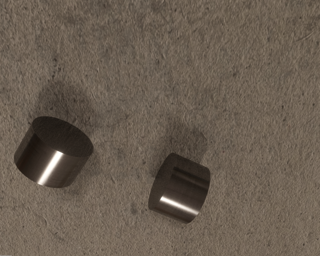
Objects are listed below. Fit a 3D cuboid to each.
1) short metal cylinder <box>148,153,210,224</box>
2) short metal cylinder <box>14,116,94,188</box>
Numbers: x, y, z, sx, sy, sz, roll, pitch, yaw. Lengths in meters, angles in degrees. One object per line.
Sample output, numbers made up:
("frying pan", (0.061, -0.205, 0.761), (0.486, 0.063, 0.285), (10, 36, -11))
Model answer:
("short metal cylinder", (0.024, 0.079, 0.410), (0.050, 0.080, 0.080), (25, 108, -9))
("short metal cylinder", (-0.132, 0.029, 0.389), (0.080, 0.080, 0.050), (32, 107, -12))
